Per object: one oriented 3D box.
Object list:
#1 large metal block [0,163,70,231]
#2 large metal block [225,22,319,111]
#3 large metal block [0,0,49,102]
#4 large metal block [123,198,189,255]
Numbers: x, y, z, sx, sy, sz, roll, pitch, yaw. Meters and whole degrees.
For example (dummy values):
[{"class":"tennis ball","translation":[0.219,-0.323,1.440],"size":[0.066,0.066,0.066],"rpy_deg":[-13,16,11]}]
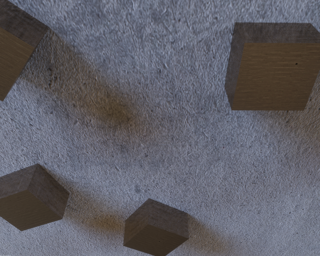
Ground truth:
[{"class":"large metal block","translation":[-0.203,0.109,0.482],"size":[0.080,0.050,0.080],"rpy_deg":[-20,128,16]},{"class":"large metal block","translation":[0.119,-0.066,0.336],"size":[0.081,0.050,0.079],"rpy_deg":[0,130,0]},{"class":"large metal block","translation":[-0.175,-0.087,0.315],"size":[0.080,0.050,0.080],"rpy_deg":[31,123,-24]},{"class":"large metal block","translation":[-0.007,0.177,0.541],"size":[0.080,0.050,0.080],"rpy_deg":[27,125,-21]}]
